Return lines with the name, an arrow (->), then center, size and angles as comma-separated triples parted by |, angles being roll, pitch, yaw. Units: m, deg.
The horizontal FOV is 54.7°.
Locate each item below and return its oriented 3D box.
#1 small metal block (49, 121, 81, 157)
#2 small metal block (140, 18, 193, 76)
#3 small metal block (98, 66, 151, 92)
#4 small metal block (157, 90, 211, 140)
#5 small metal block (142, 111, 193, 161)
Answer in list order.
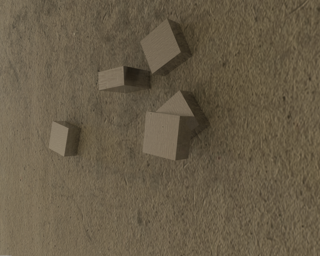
small metal block -> -0.167, 0.018, 0.543 | 0.050, 0.025, 0.050 | 19, 102, 38
small metal block -> 0.007, -0.102, 0.399 | 0.050, 0.025, 0.050 | -31, 71, 35
small metal block -> -0.049, -0.066, 0.429 | 0.050, 0.050, 0.025 | -4, 88, 40
small metal block -> 0.026, -0.011, 0.384 | 0.050, 0.025, 0.050 | -40, 66, 32
small metal block -> 0.008, 0.008, 0.366 | 0.050, 0.025, 0.050 | 10, 97, 39
